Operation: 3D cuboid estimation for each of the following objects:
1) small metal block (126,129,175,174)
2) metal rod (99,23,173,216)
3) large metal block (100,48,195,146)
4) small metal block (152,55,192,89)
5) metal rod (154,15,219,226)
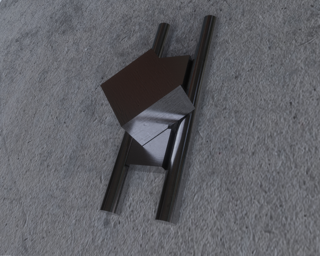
[{"bbox_3d":[-0.009,0.029,0.390,0.050,0.025,0.050,1,62,28],"label":"small metal block"},{"bbox_3d":[-0.026,-0.029,0.436,0.025,0.025,0.300,1,62,28],"label":"metal rod"},{"bbox_3d":[-0.016,-0.039,0.386,0.080,0.050,0.080,-35,52,4],"label":"large metal block"},{"bbox_3d":[0.018,-0.074,0.438,0.050,0.025,0.050,1,62,28],"label":"small metal block"},{"bbox_3d":[0.041,-0.028,0.401,0.025,0.025,0.300,1,62,28],"label":"metal rod"}]
